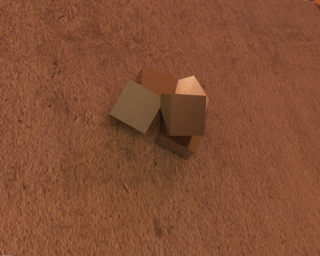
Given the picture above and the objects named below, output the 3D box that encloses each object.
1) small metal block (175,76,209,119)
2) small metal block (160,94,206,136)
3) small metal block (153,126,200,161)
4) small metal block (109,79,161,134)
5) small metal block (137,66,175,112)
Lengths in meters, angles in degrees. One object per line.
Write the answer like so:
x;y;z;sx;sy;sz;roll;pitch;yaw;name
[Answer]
0.044;-0.037;0.439;0.050;0.025;0.050;50;42;-38;small metal block
0.029;-0.016;0.386;0.050;0.025;0.050;0;94;-29;small metal block
0.025;0.008;0.416;0.050;0.025;0.050;29;52;-10;small metal block
-0.030;-0.027;0.392;0.050;0.025;0.050;30;88;-11;small metal block
-0.007;-0.053;0.436;0.050;0.025;0.050;16;55;-20;small metal block
